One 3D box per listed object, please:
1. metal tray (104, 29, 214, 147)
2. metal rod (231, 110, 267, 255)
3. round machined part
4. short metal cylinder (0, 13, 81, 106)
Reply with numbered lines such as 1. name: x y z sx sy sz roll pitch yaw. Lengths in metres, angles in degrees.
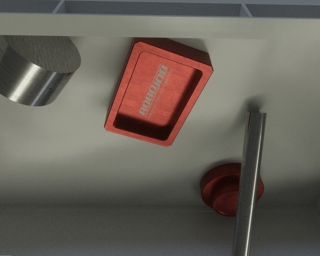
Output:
1. metal tray: -0.006 -0.041 0.370 0.091 0.030 0.129 16 128 -14
2. metal rod: 0.116 0.125 0.424 0.025 0.025 0.298 3 101 -3
3. round machined part: 0.114 0.103 0.488 0.099 0.042 0.097 -1 130 0
4. short metal cylinder: -0.129 -0.068 0.313 0.080 0.080 0.050 31 123 -24
